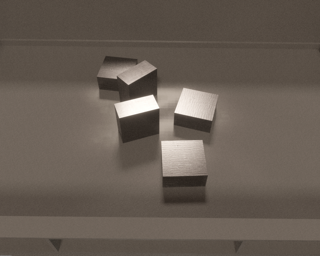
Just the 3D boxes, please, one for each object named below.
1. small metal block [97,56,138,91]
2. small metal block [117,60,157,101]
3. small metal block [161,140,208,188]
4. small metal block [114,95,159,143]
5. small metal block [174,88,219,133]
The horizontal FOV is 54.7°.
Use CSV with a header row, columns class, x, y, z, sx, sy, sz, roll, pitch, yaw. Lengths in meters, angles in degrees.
class,x,y,z,sx,sy,sz,roll,pitch,yaw
small metal block,-0.063,-0.083,0.474,0.050,0.025,0.050,7,50,5
small metal block,-0.031,-0.060,0.439,0.050,0.050,0.025,-35,59,-26
small metal block,0.027,0.042,0.370,0.050,0.025,0.050,-1,50,-2
small metal block,-0.029,-0.011,0.398,0.050,0.050,0.025,-15,52,-13
small metal block,0.050,-0.025,0.427,0.050,0.025,0.050,13,51,10
